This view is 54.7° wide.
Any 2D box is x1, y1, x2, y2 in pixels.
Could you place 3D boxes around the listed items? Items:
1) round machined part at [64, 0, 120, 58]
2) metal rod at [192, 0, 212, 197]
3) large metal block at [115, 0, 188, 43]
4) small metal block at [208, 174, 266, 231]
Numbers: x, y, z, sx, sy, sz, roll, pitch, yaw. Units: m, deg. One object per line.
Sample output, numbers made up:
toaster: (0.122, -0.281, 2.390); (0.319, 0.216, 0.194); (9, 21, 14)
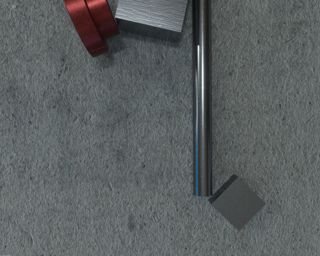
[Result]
round machined part: (-0.080, -0.139, 0.372); (0.042, 0.098, 0.098); (-22, 90, 0)
metal rod: (0.056, -0.061, 0.410); (0.025, 0.025, 0.298); (0, 90, -1)
large metal block: (-0.007, -0.163, 0.396); (0.081, 0.050, 0.080); (12, 90, -3)
small metal block: (0.101, 0.098, 0.411); (0.050, 0.025, 0.050); (44, 90, -1)
